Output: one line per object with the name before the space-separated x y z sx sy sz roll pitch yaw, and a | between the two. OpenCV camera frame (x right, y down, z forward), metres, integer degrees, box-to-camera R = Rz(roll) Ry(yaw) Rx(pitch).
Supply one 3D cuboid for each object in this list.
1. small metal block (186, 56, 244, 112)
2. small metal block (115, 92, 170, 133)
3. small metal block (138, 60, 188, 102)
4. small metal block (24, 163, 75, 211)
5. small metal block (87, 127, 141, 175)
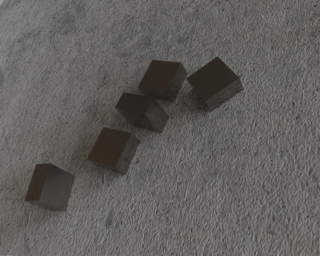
small metal block | 0.071 -0.057 0.402 0.050 0.025 0.050 -35 51 4
small metal block | -0.023 -0.020 0.412 0.050 0.050 0.025 13 69 33
small metal block | 0.004 -0.068 0.444 0.050 0.025 0.050 13 68 33
small metal block | -0.146 0.080 0.415 0.025 0.050 0.050 -8 59 24
small metal block | -0.062 0.030 0.418 0.050 0.025 0.050 11 67 32
